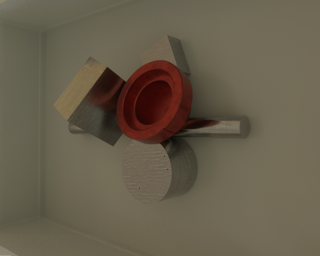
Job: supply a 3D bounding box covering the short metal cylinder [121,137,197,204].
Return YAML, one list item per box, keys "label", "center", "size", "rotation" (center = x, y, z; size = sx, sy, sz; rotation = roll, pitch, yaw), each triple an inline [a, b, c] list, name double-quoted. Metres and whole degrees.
- label: "short metal cylinder"
  center: [-0.002, 0.050, 0.387]
  size: [0.080, 0.050, 0.079]
  rotation: [0, 90, 39]

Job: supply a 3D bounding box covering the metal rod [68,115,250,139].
- label: "metal rod"
  center: [-0.026, -0.001, 0.422]
  size: [0.300, 0.025, 0.025]
  rotation: [0, 90, 39]

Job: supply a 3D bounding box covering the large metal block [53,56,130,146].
- label: "large metal block"
  center: [-0.077, -0.034, 0.411]
  size: [0.080, 0.080, 0.050]
  rotation: [-54, 44, 0]

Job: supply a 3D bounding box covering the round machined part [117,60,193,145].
- label: "round machined part"
  center: [-0.002, -0.027, 0.369]
  size: [0.098, 0.042, 0.098]
  rotation: [-16, 63, 34]

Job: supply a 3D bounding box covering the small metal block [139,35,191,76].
- label: "small metal block"
  center: [0.006, -0.082, 0.399]
  size: [0.050, 0.025, 0.050]
  rotation: [-26, 74, 36]
